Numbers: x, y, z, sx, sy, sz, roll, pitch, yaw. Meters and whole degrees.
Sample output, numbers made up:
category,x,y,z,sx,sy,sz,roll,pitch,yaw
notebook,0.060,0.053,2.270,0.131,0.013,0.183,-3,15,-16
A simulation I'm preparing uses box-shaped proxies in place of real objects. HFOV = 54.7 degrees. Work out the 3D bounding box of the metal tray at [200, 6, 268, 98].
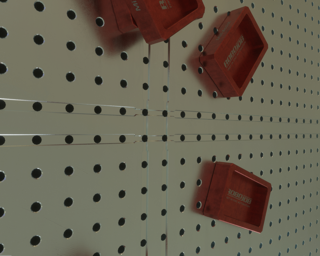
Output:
category,x,y,z,sx,sy,sz,roll,pitch,yaw
metal tray,0.127,-0.126,0.514,0.090,0.030,0.130,49,61,-29

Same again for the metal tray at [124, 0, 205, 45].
category,x,y,z,sx,sy,sz,roll,pitch,yaw
metal tray,-0.006,-0.176,0.361,0.090,0.030,0.130,-44,117,-31

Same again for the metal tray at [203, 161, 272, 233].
category,x,y,z,sx,sy,sz,roll,pitch,yaw
metal tray,0.135,0.119,0.522,0.131,0.030,0.090,28,72,-37

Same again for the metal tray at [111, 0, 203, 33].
category,x,y,z,sx,sy,sz,roll,pitch,yaw
metal tray,-0.004,-0.180,0.404,0.131,0.030,0.089,-24,105,-38
